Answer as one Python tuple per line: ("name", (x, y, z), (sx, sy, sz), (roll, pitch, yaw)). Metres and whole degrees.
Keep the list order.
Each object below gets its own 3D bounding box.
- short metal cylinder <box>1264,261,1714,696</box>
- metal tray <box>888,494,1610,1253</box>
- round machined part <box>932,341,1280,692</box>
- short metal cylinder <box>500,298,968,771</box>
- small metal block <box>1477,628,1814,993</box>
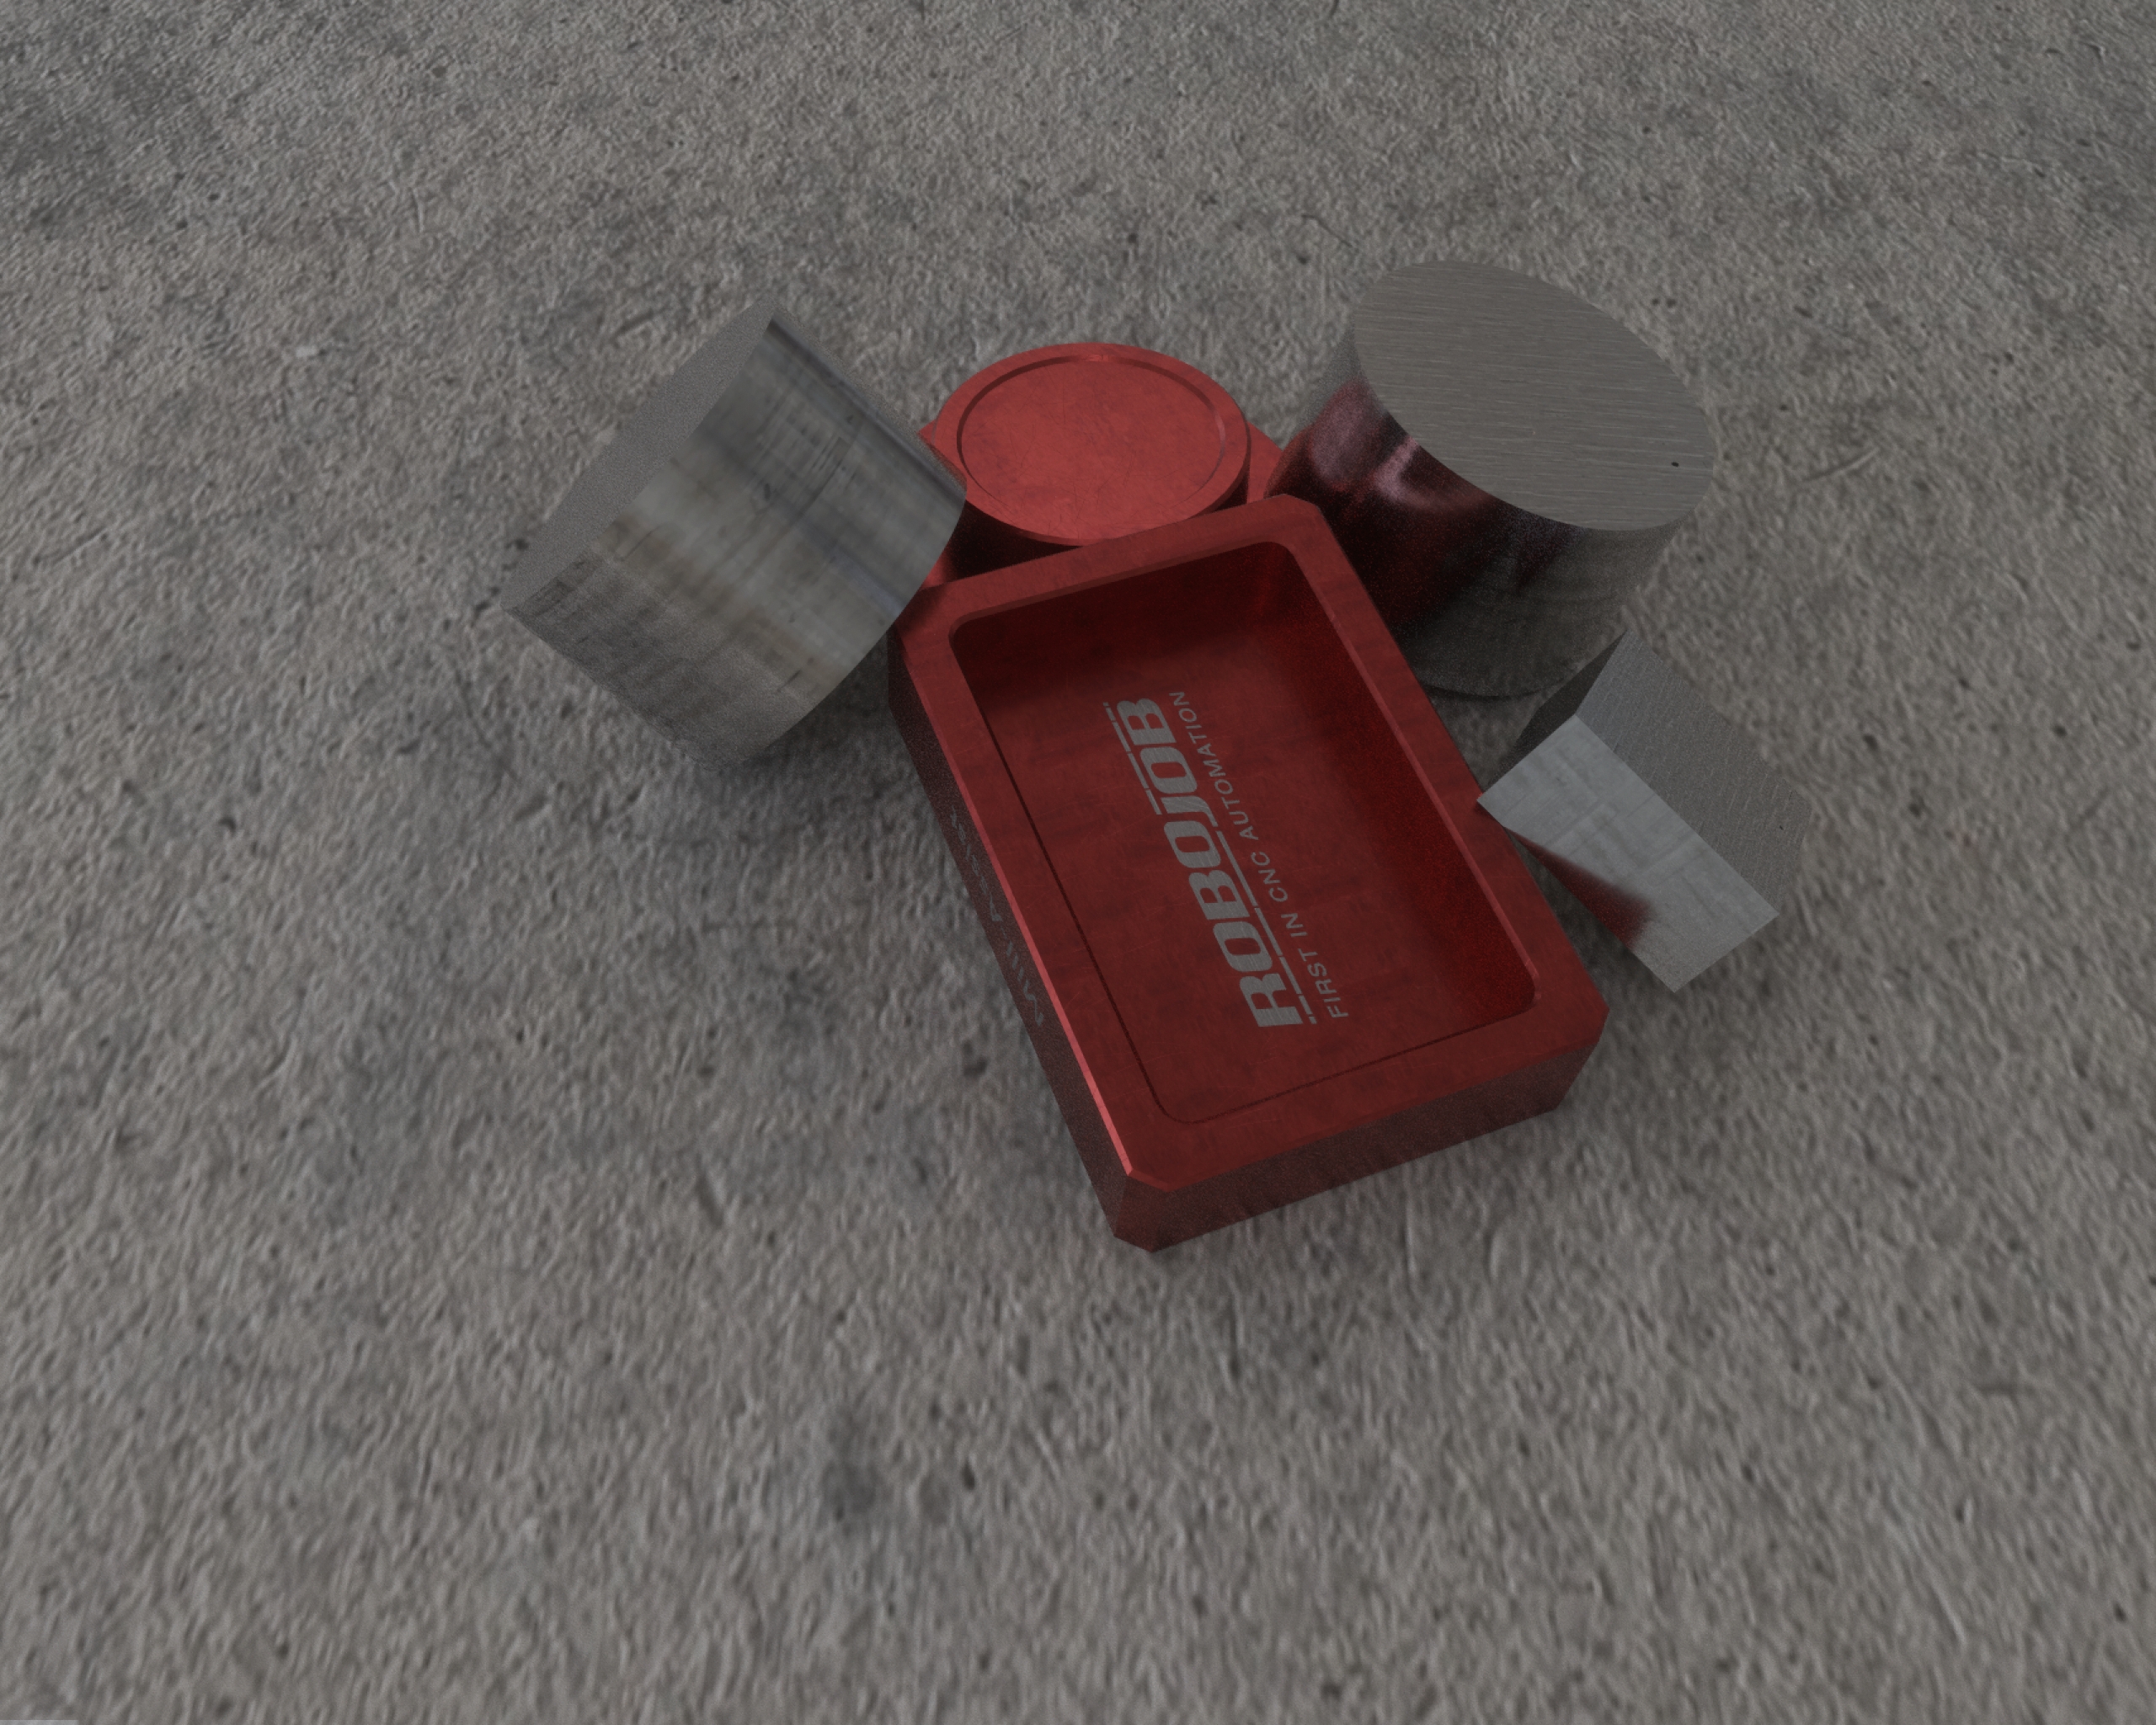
("short metal cylinder", (0.086, -0.082, 0.445), (0.081, 0.050, 0.080), (11, 50, -14))
("metal tray", (0.027, -0.003, 0.390), (0.091, 0.030, 0.130), (-17, 62, -14))
("round machined part", (0.003, -0.078, 0.460), (0.099, 0.042, 0.098), (0, 50, 0))
("short metal cylinder", (-0.068, -0.065, 0.414), (0.050, 0.080, 0.080), (41, 48, -24))
("small metal block", (0.108, -0.011, 0.392), (0.050, 0.025, 0.050), (45, 34, 1))
